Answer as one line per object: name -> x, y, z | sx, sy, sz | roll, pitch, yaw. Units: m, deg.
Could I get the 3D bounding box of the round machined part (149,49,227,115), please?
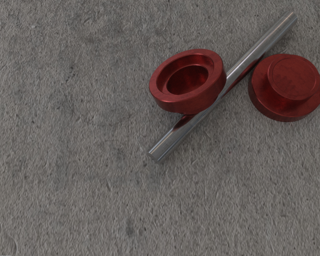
round machined part -> 0.039, -0.056, 0.405 | 0.098, 0.042, 0.098 | -15, 45, 16

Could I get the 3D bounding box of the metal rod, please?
metal rod -> 0.095, -0.064, 0.432 | 0.025, 0.025, 0.301 | 41, 75, 13

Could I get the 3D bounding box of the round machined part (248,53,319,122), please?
round machined part -> 0.175, -0.061, 0.423 | 0.099, 0.042, 0.098 | 0, 70, 0
